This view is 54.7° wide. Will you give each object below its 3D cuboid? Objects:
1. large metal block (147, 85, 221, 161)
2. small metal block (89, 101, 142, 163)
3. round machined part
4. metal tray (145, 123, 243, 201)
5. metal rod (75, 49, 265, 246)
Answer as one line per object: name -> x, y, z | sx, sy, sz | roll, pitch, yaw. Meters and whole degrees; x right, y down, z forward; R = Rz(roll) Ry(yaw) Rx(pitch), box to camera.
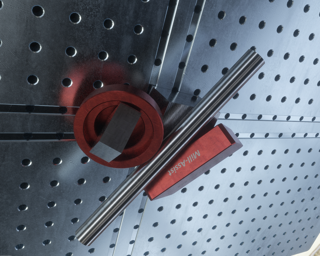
large metal block -> 0.019, -0.002, 0.405 | 0.081, 0.050, 0.079 | 9, 114, -33
small metal block -> -0.049, 0.006, 0.337 | 0.025, 0.050, 0.050 | 31, 63, -13
round machined part -> -0.045, -0.005, 0.357 | 0.099, 0.042, 0.097 | 0, 118, 0
metal tray -> 0.046, 0.047, 0.421 | 0.130, 0.030, 0.090 | -37, 163, 13
metal rod -> 0.009, 0.026, 0.369 | 0.300, 0.025, 0.025 | -47, 130, 4
